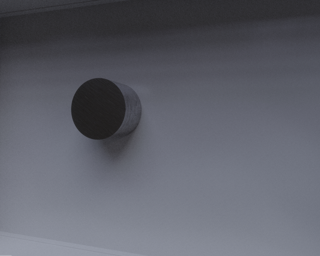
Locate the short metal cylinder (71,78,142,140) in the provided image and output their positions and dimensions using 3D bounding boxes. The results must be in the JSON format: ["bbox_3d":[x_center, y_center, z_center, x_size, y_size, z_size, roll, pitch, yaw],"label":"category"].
[{"bbox_3d":[-0.072,-0.025,0.423,0.080,0.050,0.080,0,90,20],"label":"short metal cylinder"}]
